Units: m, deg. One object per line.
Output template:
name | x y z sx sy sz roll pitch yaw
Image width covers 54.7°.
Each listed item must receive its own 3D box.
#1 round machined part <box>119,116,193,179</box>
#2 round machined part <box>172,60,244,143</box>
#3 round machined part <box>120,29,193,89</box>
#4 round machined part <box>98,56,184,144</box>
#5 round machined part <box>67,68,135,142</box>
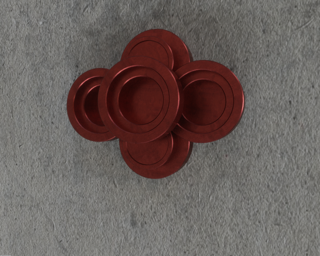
round machined part | -0.010 0.018 0.403 0.098 0.042 0.097 0 90 19
round machined part | 0.054 -0.031 0.381 0.098 0.042 0.097 0 90 19
round machined part | -0.009 -0.081 0.403 0.098 0.042 0.097 0 90 19
round machined part | -0.019 -0.031 0.362 0.098 0.042 0.097 0 90 19
round machined part | -0.074 -0.030 0.426 0.098 0.042 0.097 0 90 19
